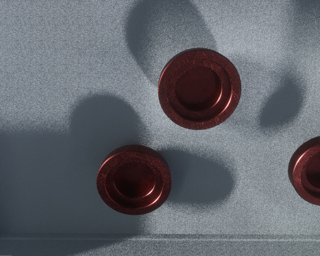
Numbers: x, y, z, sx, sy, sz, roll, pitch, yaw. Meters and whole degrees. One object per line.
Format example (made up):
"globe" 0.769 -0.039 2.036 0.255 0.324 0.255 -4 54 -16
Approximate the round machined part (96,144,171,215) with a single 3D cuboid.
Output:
"round machined part" -0.034 0.067 0.427 0.099 0.042 0.097 0 110 -1

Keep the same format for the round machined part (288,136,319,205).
"round machined part" 0.225 0.054 0.423 0.099 0.042 0.097 1 110 4

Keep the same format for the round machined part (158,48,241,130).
"round machined part" 0.047 -0.050 0.385 0.099 0.042 0.097 0 110 -1
